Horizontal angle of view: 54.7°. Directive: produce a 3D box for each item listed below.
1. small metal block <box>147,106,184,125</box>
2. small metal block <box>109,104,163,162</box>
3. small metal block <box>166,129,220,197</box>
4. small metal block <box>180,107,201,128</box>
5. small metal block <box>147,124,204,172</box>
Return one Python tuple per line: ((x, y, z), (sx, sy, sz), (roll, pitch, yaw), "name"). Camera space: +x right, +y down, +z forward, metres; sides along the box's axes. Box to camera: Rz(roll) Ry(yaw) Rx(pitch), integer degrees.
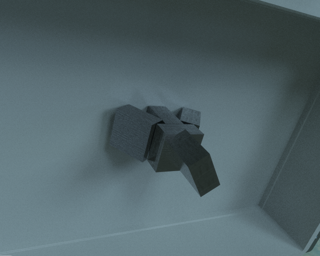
((0.001, 0.005, 0.393), (0.025, 0.050, 0.050), (1, 118, -29), "small metal block")
((-0.030, 0.006, 0.374), (0.025, 0.050, 0.050), (-27, 138, -56), "small metal block")
((0.036, 0.037, 0.335), (0.025, 0.050, 0.050), (-31, 128, -8), "small metal block")
((0.034, 0.006, 0.410), (0.025, 0.050, 0.050), (16, 115, 2), "small metal block")
((0.018, 0.023, 0.364), (0.050, 0.025, 0.050), (1, 118, -29), "small metal block")
